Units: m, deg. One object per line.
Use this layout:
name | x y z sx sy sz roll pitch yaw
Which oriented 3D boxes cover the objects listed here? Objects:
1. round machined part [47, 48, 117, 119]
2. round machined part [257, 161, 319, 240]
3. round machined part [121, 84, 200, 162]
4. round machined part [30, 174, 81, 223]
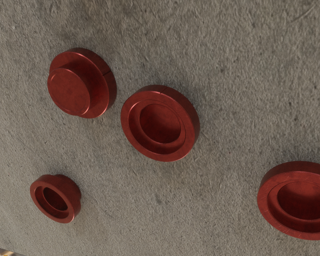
round machined part | -0.112 -0.055 0.421 0.098 0.042 0.097 13 124 21
round machined part | 0.166 0.078 0.356 0.098 0.042 0.097 13 124 21
round machined part | 0.004 -0.009 0.388 0.098 0.042 0.097 13 124 21
round machined part | -0.186 0.125 0.571 0.098 0.042 0.097 13 124 21
